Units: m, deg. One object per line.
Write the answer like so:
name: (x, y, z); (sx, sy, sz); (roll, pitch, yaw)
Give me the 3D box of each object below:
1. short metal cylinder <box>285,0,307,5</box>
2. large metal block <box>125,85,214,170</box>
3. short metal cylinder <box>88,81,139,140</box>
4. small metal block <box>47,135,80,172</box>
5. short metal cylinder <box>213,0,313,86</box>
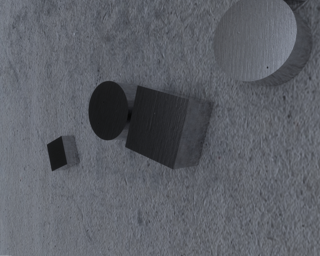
short metal cylinder: (0.120, -0.163, 0.289); (0.080, 0.050, 0.079); (0, 90, 40)
large metal block: (0.010, -0.003, 0.380); (0.080, 0.050, 0.079); (20, 103, 38)
short metal cylinder: (-0.055, -0.023, 0.434); (0.080, 0.050, 0.079); (0, 90, 40)
small metal block: (-0.171, 0.045, 0.546); (0.050, 0.025, 0.050); (-25, 74, 37)
short metal cylinder: (0.101, -0.083, 0.306); (0.080, 0.050, 0.079); (0, 90, 40)
